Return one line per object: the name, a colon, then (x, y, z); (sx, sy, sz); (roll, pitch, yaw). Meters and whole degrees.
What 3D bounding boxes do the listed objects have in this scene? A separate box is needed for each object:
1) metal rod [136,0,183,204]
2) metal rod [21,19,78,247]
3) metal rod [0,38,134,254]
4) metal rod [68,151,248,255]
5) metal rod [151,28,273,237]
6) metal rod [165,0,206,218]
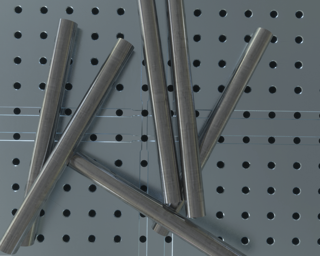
metal rod: (-0.003, -0.055, 0.401); (0.025, 0.025, 0.299); (-8, 85, 0)
metal rod: (-0.151, 0.006, 0.412); (0.025, 0.025, 0.299); (11, 90, 0)
metal rod: (-0.117, 0.018, 0.397); (0.025, 0.025, 0.299); (29, 84, 0)
metal rod: (0.014, 0.115, 0.386); (0.301, 0.025, 0.025); (30, 90, 10)
metal rod: (0.069, 0.005, 0.413); (0.025, 0.025, 0.299); (28, 90, 0)
metal rod: (0.031, -0.040, 0.397); (0.025, 0.025, 0.299); (-5, 84, 0)
